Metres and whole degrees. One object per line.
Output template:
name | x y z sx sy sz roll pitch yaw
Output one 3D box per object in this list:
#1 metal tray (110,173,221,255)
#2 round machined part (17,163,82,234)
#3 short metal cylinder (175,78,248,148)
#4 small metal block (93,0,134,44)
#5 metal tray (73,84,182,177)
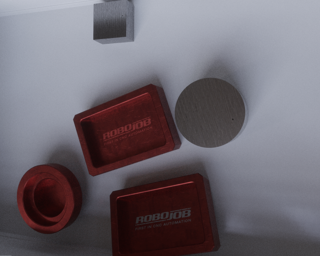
metal tray | 0.002 0.115 0.390 0.130 0.030 0.090 -15 65 18
round machined part | -0.156 0.100 0.455 0.098 0.042 0.097 0 90 19
short metal cylinder | 0.064 -0.017 0.374 0.080 0.050 0.079 0 90 19
small metal block | -0.064 -0.147 0.432 0.050 0.025 0.050 1 90 19
metal tray | -0.047 0.005 0.423 0.130 0.030 0.090 -20 84 18
